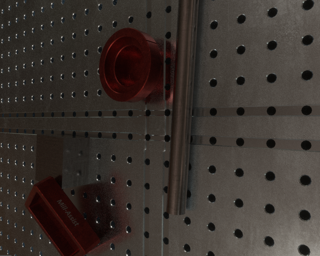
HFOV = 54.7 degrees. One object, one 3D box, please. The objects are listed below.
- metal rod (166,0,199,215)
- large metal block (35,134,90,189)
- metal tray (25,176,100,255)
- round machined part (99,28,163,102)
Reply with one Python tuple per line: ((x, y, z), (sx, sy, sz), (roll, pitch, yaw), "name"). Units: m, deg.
((0.029, -0.043, 0.383), (0.025, 0.025, 0.298), (5, 93, 39), "metal rod")
((-0.167, 0.053, 0.527), (0.080, 0.050, 0.079), (5, 93, 39), "large metal block")
((-0.160, 0.151, 0.497), (0.130, 0.030, 0.090), (50, 135, 8), "metal tray")
((-0.036, -0.084, 0.426), (0.098, 0.042, 0.097), (0, 90, 39), "round machined part")
